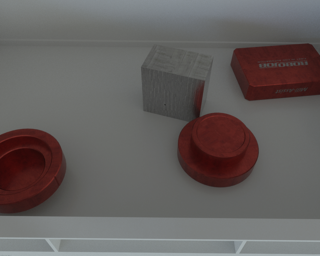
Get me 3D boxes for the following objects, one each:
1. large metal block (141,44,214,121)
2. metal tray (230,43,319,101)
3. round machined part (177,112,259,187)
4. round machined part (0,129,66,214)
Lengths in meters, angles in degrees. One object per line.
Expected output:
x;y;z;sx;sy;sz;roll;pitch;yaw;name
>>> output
0.023;-0.058;0.419;0.080;0.080;0.050;14;52;11;large metal block
0.186;-0.089;0.479;0.131;0.030;0.090;-5;50;-5;metal tray
0.071;0.019;0.379;0.099;0.042;0.098;0;50;0;round machined part
-0.156;0.051;0.349;0.099;0.042;0.098;0;50;0;round machined part
